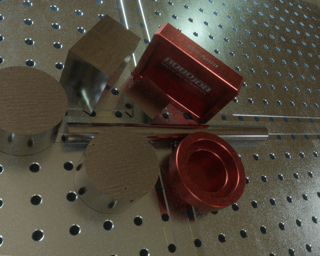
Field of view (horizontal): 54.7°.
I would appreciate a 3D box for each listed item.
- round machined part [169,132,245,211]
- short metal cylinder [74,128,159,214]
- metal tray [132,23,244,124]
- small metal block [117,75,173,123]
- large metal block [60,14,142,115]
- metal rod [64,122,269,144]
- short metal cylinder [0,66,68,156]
[{"bbox_3d":[0.055,0.057,0.392,0.099,0.042,0.098,14,56,-21],"label":"round machined part"},{"bbox_3d":[-0.048,0.047,0.337,0.081,0.050,0.080,14,56,-21],"label":"short metal cylinder"},{"bbox_3d":[0.036,-0.070,0.428,0.130,0.090,0.030,35,51,-6],"label":"metal tray"},{"bbox_3d":[-0.020,-0.036,0.419,0.050,0.025,0.050,43,51,1],"label":"small metal block"},{"bbox_3d":[-0.075,-0.077,0.379,0.050,0.080,0.080,34,51,-7],"label":"large metal block"},{"bbox_3d":[0.028,0.007,0.418,0.303,0.025,0.025,1,62,-28],"label":"metal rod"},{"bbox_3d":[-0.143,-0.018,0.325,0.081,0.050,0.080,14,56,-21],"label":"short metal cylinder"}]
